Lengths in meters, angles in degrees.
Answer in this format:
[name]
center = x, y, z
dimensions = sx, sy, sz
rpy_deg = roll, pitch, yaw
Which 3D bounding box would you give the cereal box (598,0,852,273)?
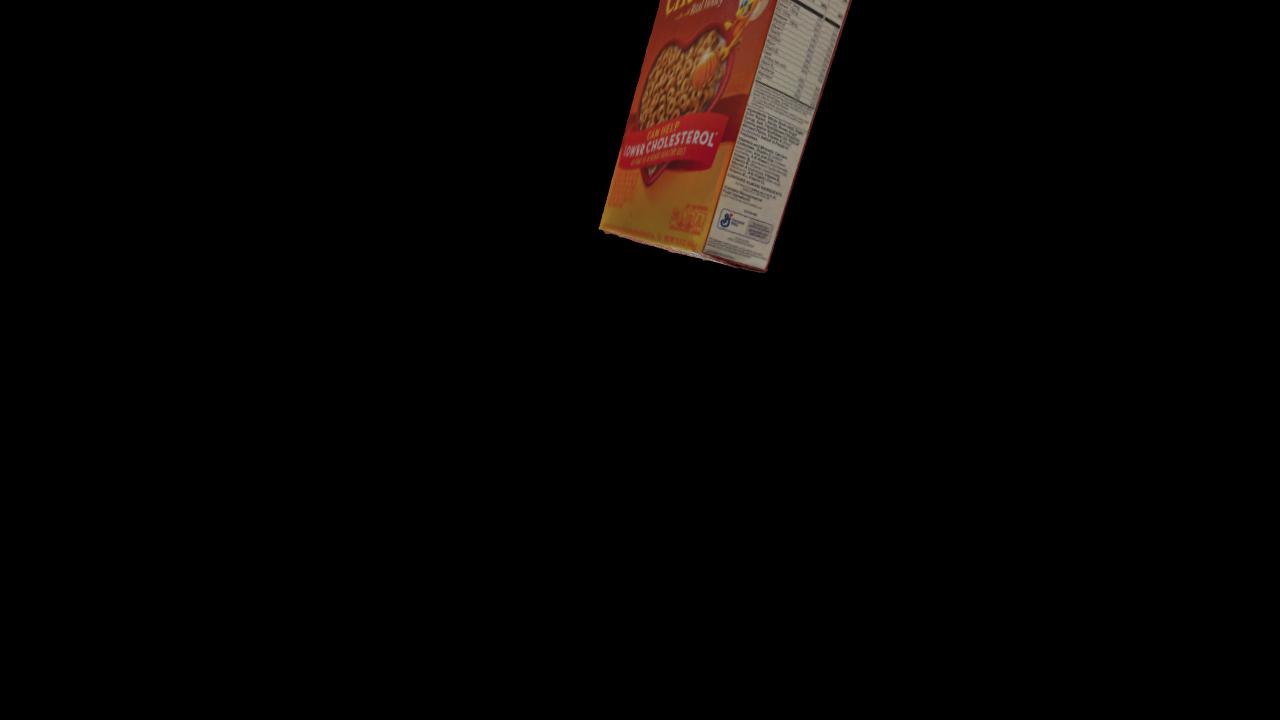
[cereal box]
center = 0.069, -0.242, 0.525
dimensions = 0.081, 0.306, 0.203
rpy_deg = 10, 12, -29
